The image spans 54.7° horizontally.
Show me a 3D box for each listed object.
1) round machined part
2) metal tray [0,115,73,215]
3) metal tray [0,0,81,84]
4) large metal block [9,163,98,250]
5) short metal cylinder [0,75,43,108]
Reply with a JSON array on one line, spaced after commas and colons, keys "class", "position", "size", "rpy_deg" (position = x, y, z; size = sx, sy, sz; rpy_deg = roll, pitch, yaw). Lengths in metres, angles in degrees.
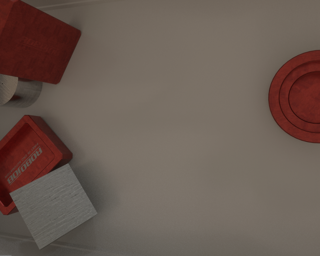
[{"class": "round machined part", "position": [0.172, -0.033, 0.341], "size": [0.098, 0.042, 0.097], "rpy_deg": [0, 90, 19]}, {"class": "metal tray", "position": [-0.208, 0.055, 0.469], "size": [0.130, 0.030, 0.090], "rpy_deg": [-45, 79, 7]}, {"class": "metal tray", "position": [-0.170, -0.112, 0.413], "size": [0.030, 0.130, 0.090], "rpy_deg": [31, 100, 17]}, {"class": "large metal block", "position": [-0.144, 0.107, 0.423], "size": [0.081, 0.050, 0.080], "rpy_deg": [-28, 80, -27]}, {"class": "short metal cylinder", "position": [-0.231, -0.072, 0.477], "size": [0.080, 0.050, 0.079], "rpy_deg": [0, 90, 19]}]
